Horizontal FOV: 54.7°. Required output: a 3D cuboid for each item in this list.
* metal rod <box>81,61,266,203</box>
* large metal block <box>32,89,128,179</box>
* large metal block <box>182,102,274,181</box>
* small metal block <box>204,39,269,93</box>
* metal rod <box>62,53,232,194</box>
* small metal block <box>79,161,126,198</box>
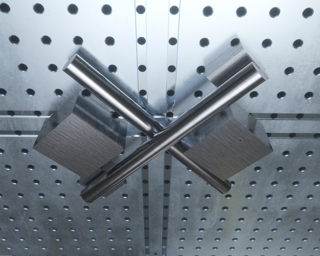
[{"bbox_3d":[-0.002,0.020,0.395,0.299,0.025,0.025,-37,121,27],"label":"metal rod"},{"bbox_3d":[-0.101,0.010,0.403,0.080,0.050,0.080,-36,122,26],"label":"large metal block"},{"bbox_3d":[0.086,0.014,0.408,0.080,0.050,0.080,35,122,-26],"label":"large metal block"},{"bbox_3d":[0.088,-0.064,0.358,0.050,0.025,0.050,-37,122,27],"label":"small metal block"},{"bbox_3d":[0.001,0.010,0.418,0.025,0.025,0.301,-35,122,26],"label":"metal rod"},{"bbox_3d":[-0.087,0.075,0.475,0.050,0.025,0.050,37,121,-27],"label":"small metal block"}]
